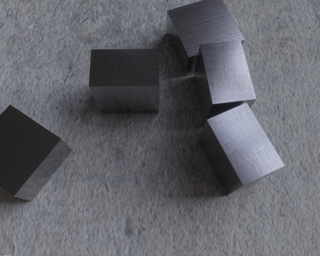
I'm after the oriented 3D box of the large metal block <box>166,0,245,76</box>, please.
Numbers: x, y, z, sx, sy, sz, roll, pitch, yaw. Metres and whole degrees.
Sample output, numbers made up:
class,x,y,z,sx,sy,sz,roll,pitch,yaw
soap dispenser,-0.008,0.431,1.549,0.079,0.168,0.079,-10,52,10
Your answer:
class,x,y,z,sx,sy,sz,roll,pitch,yaw
large metal block,0.061,-0.132,0.444,0.081,0.050,0.080,-19,71,-7

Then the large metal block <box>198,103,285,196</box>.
class,x,y,z,sx,sy,sz,roll,pitch,yaw
large metal block,0.091,0.028,0.370,0.050,0.080,0.080,-23,72,-8

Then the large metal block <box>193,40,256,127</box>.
class,x,y,z,sx,sy,sz,roll,pitch,yaw
large metal block,0.079,-0.054,0.400,0.050,0.080,0.080,-7,70,-3

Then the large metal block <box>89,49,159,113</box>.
class,x,y,z,sx,sy,sz,roll,pitch,yaw
large metal block,-0.042,-0.058,0.400,0.081,0.080,0.050,-1,70,-1

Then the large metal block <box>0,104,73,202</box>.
class,x,y,z,sx,sy,sz,roll,pitch,yaw
large metal block,-0.171,0.031,0.381,0.080,0.050,0.080,32,73,10
